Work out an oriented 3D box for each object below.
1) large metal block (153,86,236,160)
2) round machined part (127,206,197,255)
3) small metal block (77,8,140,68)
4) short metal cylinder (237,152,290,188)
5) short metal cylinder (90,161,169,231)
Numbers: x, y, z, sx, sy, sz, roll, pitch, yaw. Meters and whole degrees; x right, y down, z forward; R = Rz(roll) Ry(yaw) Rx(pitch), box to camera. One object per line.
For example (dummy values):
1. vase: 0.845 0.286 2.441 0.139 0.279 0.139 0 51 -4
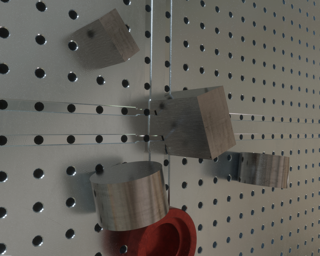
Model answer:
1. large metal block: 0.045 -0.008 0.411 0.050 0.080 0.080 -25 106 -37
2. round machined part: -0.002 0.148 0.397 0.099 0.042 0.097 0 90 -40
3. small metal block: -0.058 -0.098 0.344 0.025 0.050 0.050 -47 118 -30
4. short metal cylinder: 0.172 0.070 0.518 0.081 0.080 0.050 11 83 -40
5. short metal cylinder: -0.033 0.072 0.346 0.081 0.080 0.050 -15 100 -39
